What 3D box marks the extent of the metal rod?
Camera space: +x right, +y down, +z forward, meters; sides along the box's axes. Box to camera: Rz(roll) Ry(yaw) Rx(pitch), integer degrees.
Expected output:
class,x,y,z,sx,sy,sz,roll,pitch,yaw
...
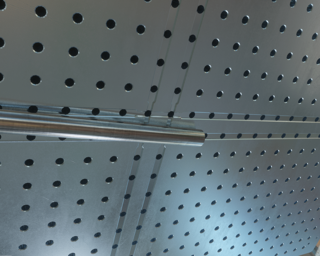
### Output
class,x,y,z,sx,sy,sz,roll,pitch,yaw
metal rod,-0.071,0.002,0.372,0.302,0.025,0.025,6,116,-31
